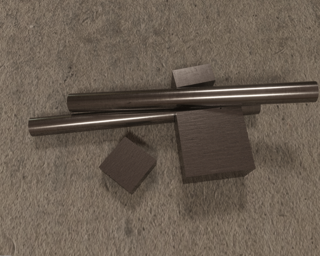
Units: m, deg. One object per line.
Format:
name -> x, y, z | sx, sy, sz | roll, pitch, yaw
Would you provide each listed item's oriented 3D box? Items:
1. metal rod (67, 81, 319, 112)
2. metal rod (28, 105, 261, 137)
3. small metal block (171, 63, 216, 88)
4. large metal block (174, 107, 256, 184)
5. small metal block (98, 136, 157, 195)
metal rod -> 0.033, -0.038, 0.384 | 0.302, 0.025, 0.025 | -2, 70, 8
metal rod -> -0.018, -0.016, 0.413 | 0.302, 0.025, 0.025 | -6, 70, -3
small metal block -> 0.043, -0.059, 0.417 | 0.050, 0.050, 0.025 | -12, 70, -5
large metal block -> 0.064, 0.022, 0.388 | 0.081, 0.050, 0.080 | -7, 70, -3
small metal block -> -0.040, 0.048, 0.390 | 0.050, 0.025, 0.050 | 36, 74, 12
